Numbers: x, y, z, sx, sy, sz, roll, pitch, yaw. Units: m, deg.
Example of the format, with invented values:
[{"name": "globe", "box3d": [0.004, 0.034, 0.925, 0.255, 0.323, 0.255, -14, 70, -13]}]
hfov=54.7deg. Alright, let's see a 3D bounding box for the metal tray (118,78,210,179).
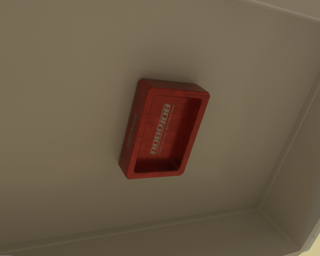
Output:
[{"name": "metal tray", "box3d": [0.004, 0.004, 0.408, 0.091, 0.030, 0.129, 1, 118, -30]}]
